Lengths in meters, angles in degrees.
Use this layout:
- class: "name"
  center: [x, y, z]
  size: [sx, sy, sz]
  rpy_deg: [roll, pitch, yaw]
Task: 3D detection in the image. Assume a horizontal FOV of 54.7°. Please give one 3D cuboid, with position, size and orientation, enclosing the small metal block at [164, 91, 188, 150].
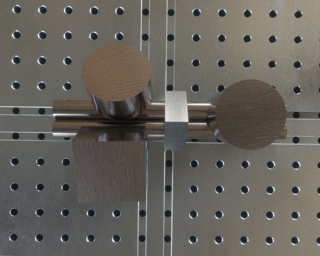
- class: "small metal block"
  center: [0.018, -0.009, 0.369]
  size: [0.025, 0.050, 0.050]
  rpy_deg: [1, 48, 0]

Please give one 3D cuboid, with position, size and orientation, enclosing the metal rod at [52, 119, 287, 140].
- class: "metal rod"
  center: [0.013, 0.002, 0.410]
  size: [0.302, 0.025, 0.025]
  rpy_deg: [1, 90, 0]

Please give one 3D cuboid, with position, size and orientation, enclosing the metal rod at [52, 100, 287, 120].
- class: "metal rod"
  center: [0.013, -0.023, 0.410]
  size: [0.302, 0.025, 0.025]
  rpy_deg: [1, 90, 0]

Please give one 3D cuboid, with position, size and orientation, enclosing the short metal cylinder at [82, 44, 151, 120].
- class: "short metal cylinder"
  center: [-0.051, -0.056, 0.383]
  size: [0.081, 0.050, 0.080]
  rpy_deg: [0, 66, -1]

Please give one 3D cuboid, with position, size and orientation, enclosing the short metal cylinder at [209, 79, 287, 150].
- class: "short metal cylinder"
  center: [0.102, -0.015, 0.373]
  size: [0.081, 0.050, 0.079]
  rpy_deg: [0, 90, 0]

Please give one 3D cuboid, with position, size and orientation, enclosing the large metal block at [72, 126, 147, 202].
- class: "large metal block"
  center: [-0.058, 0.043, 0.383]
  size: [0.081, 0.050, 0.079]
  rpy_deg: [-1, 110, 0]
